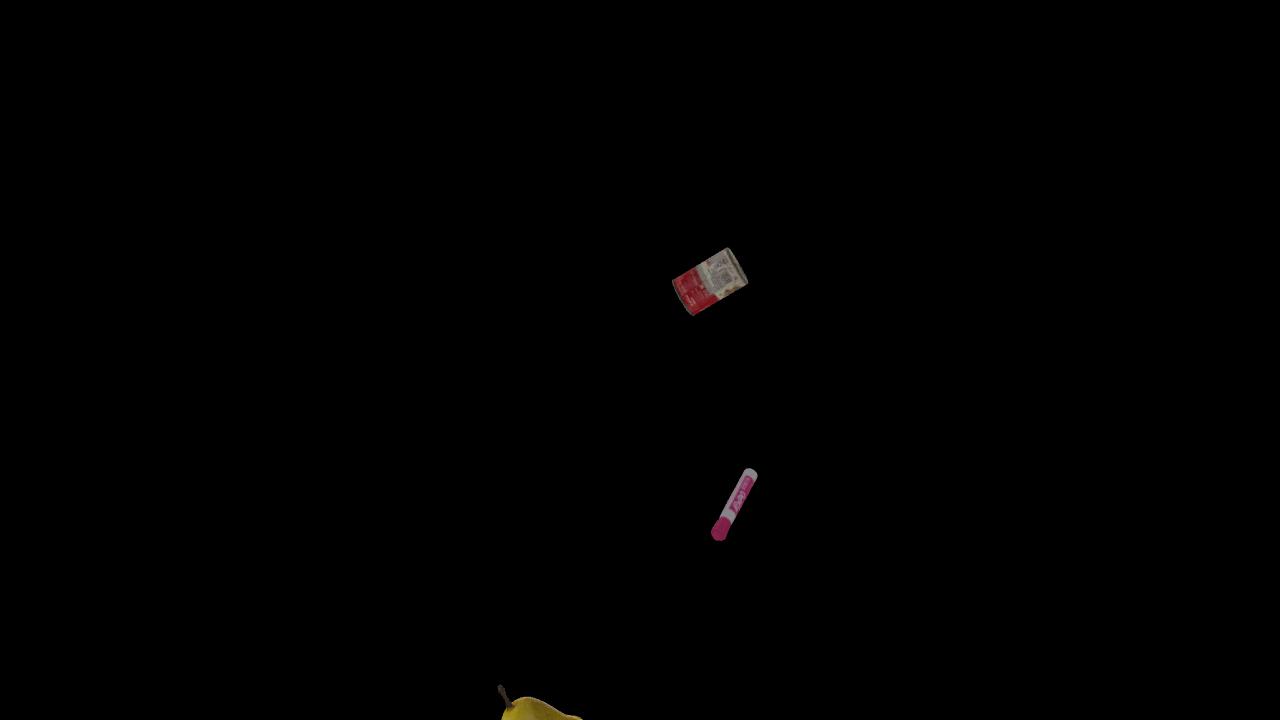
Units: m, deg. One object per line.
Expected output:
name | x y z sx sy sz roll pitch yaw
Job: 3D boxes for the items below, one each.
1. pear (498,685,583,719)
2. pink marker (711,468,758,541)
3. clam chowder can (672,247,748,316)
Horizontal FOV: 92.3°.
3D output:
pear | -0.069 0.271 0.427 0.080 0.111 0.080 -33 -7 -5
pink marker | 0.116 0.177 0.756 0.020 0.020 0.121 0 29 32
clam chowder can | 0.111 -0.124 0.970 0.102 0.068 0.068 -30 -9 16
